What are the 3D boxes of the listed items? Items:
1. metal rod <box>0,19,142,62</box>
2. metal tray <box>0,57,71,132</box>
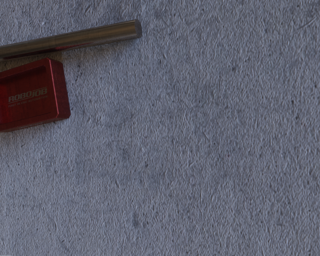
[{"bbox_3d":[-0.170,-0.125,0.468,0.301,0.025,0.025,-4,89,19],"label":"metal rod"},{"bbox_3d":[-0.207,-0.048,0.479,0.130,0.030,0.089,-11,86,19],"label":"metal tray"}]
